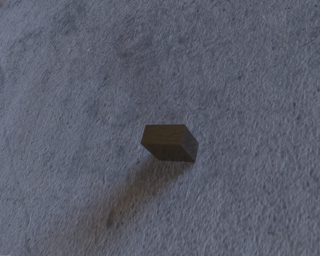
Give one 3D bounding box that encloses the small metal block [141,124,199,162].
[{"bbox_3d":[0.013,0.019,0.370,0.050,0.050,0.025,0,62,28],"label":"small metal block"}]
